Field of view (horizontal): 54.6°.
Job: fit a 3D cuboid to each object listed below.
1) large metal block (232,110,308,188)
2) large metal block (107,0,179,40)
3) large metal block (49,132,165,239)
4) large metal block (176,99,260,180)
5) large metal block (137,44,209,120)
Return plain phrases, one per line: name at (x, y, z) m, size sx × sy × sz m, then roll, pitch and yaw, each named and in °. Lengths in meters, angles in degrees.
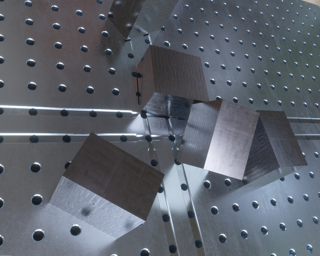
large metal block at (0.140, 0.031, 0.429) m, size 0.050 × 0.080 × 0.080 m, roll 1°, pitch 62°, yaw -28°
large metal block at (-0.023, -0.190, 0.476) m, size 0.081 × 0.080 × 0.050 m, roll -31°, pitch 79°, yaw -38°
large metal block at (-0.054, 0.060, 0.306) m, size 0.080 × 0.080 × 0.050 m, roll 31°, pitch 52°, yaw -8°
large metal block at (0.068, 0.013, 0.382) m, size 0.050 × 0.080 × 0.080 m, roll 18°, pitch 84°, yaw -18°
large metal block at (0.016, -0.062, 0.438) m, size 0.081 × 0.050 × 0.080 m, roll 8°, pitch 58°, yaw -24°
